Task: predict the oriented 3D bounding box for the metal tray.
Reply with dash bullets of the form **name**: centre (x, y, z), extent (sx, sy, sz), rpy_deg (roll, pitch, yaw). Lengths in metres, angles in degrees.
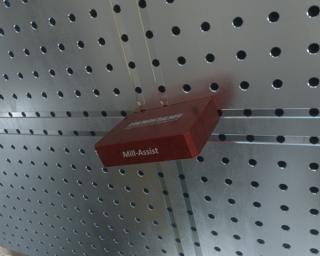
- **metal tray**: centre (-0.003, 0.005, 0.374), extent (0.130, 0.090, 0.030), rpy_deg (-10, 114, 32)
